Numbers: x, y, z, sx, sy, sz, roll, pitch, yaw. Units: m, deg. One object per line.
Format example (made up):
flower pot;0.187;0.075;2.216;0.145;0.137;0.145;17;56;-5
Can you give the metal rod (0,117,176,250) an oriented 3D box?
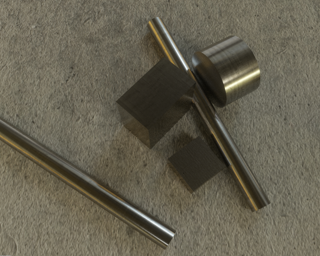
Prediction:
metal rod;-0.115;0.056;0.386;0.301;0.025;0.025;30;73;10

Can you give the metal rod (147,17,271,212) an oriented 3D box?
metal rod;0.057;-0.031;0.419;0.025;0.025;0.299;-24;72;-9

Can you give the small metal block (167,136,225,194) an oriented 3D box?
small metal block;0.045;0.047;0.392;0.050;0.025;0.050;-35;74;-12

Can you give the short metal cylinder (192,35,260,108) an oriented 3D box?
short metal cylinder;0.085;-0.073;0.406;0.050;0.080;0.080;-28;73;-10

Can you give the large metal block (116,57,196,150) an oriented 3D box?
large metal block;-0.004;-0.028;0.389;0.050;0.080;0.080;41;75;13
